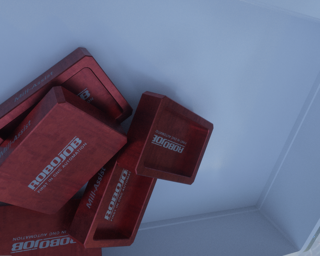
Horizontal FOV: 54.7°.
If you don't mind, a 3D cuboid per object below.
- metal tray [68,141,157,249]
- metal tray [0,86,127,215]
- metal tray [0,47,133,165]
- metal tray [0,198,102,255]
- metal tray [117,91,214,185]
[{"bbox_3d":[-0.048,0.079,0.384,0.090,0.030,0.129,28,81,-54],"label":"metal tray"},{"bbox_3d":[-0.110,0.029,0.323,0.130,0.030,0.090,-45,134,11],"label":"metal tray"},{"bbox_3d":[-0.107,-0.014,0.339,0.130,0.030,0.090,-38,130,-3],"label":"metal tray"},{"bbox_3d":[-0.141,0.137,0.382,0.131,0.030,0.090,1,76,-29],"label":"metal tray"},{"bbox_3d":[0.013,0.018,0.385,0.131,0.030,0.090,24,86,-53],"label":"metal tray"}]
